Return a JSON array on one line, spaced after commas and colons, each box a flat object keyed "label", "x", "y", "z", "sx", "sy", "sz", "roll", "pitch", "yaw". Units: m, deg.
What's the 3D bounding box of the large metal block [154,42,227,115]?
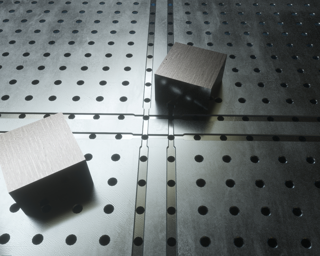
[{"label": "large metal block", "x": 0.045, "y": -0.074, "z": 0.454, "sx": 0.080, "sy": 0.050, "sz": 0.080, "roll": 18, "pitch": 52, "yaw": 14}]

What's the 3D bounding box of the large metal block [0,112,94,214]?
[{"label": "large metal block", "x": -0.134, "y": 0.038, "z": 0.359, "sx": 0.081, "sy": 0.050, "sz": 0.080, "roll": -24, "pitch": 54, "yaw": -19}]
